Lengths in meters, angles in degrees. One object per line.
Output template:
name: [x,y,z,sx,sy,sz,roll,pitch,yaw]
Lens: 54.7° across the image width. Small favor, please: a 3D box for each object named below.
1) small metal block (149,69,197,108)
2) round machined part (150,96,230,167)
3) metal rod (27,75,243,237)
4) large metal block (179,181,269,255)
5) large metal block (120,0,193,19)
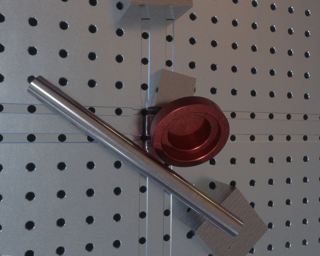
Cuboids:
small metal block: [0.017,-0.048,0.419,0.050,0.025,0.050,12,86,-20]
round machined part: [0.036,0.001,0.400,0.099,0.042,0.097,-6,126,-8]
metal rod: [-0.025,0.037,0.374,0.301,0.025,0.025,36,78,-6]
large metal block: [0.089,0.135,0.432,0.080,0.050,0.080,-42,104,-15]
large metal block: [-0.008,-0.188,0.396,0.081,0.050,0.079,-6,92,-20]
